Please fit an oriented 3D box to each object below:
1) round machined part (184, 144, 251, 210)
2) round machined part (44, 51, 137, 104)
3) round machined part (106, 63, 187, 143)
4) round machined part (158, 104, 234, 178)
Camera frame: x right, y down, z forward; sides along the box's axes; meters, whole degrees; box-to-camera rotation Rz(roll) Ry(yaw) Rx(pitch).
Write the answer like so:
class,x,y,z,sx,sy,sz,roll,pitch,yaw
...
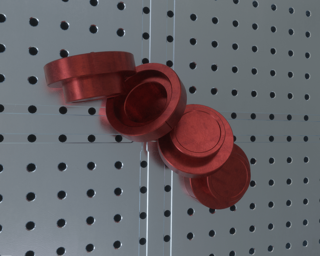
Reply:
class,x,y,z,sx,sy,sz,roll,pitch,yaw
round machined part,0.087,0.066,0.435,0.099,0.042,0.097,0,90,-20
round machined part,-0.074,-0.053,0.346,0.099,0.098,0.042,-11,94,-20
round machined part,-0.013,-0.027,0.379,0.098,0.098,0.042,-59,147,-11
round machined part,0.046,0.012,0.398,0.099,0.042,0.098,1,66,-1
